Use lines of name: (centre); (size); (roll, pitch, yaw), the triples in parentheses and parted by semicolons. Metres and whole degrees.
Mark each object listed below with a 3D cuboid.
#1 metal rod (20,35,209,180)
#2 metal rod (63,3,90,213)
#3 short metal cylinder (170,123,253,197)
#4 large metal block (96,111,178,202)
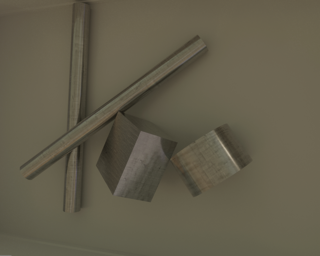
metal rod: (-0.067, -0.022, 0.415); (0.300, 0.025, 0.025); (-35, 79, 9)
metal rod: (-0.121, -0.028, 0.451); (0.025, 0.025, 0.298); (3, 91, 19)
short metal cylinder: (0.059, 0.037, 0.360); (0.080, 0.080, 0.050); (-35, 79, 16)
large metal block: (-0.032, 0.033, 0.386); (0.080, 0.050, 0.080); (37, 106, 58)
